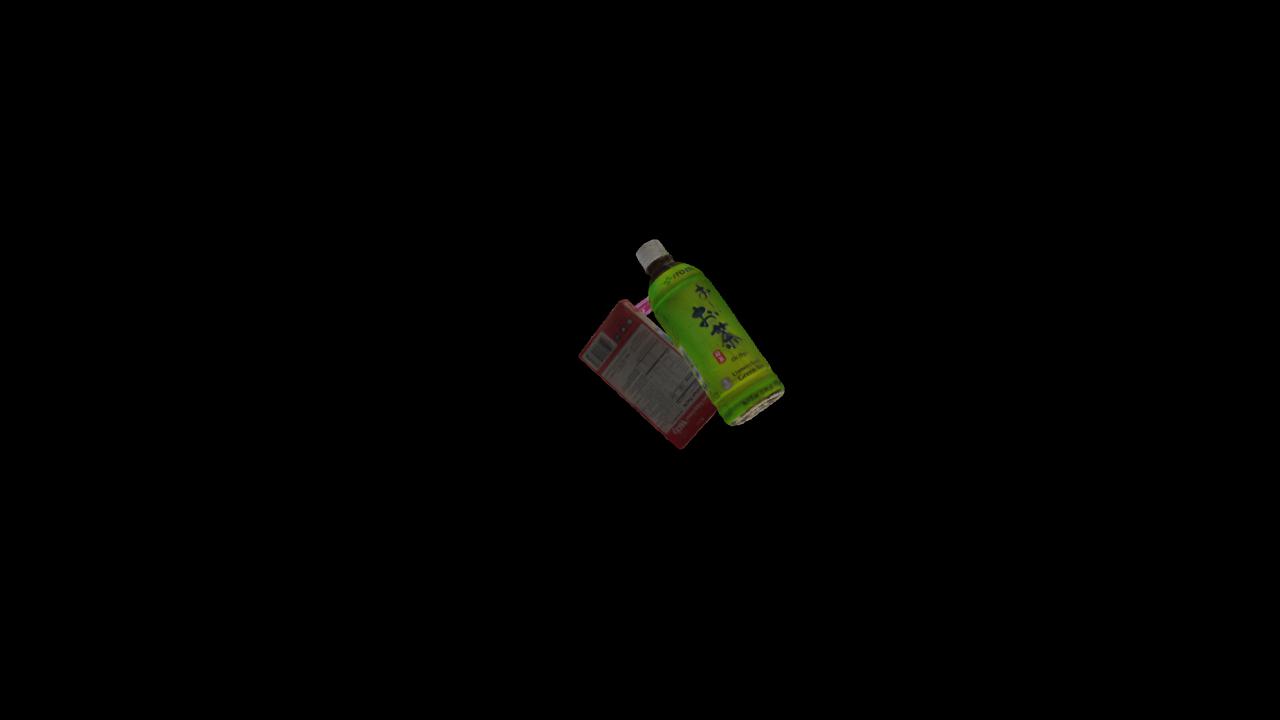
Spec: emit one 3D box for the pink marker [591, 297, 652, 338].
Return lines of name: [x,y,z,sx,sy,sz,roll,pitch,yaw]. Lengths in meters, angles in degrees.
pink marker: [-0.003,-0.055,0.715,0.121,0.020,0.020,-37,2,-2]

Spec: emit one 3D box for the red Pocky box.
red Pocky box: [0.015,0.015,0.663,0.155,0.083,0.028,42,18,9]

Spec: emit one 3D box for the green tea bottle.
green tea bottle: [0.062,-0.035,0.636,0.073,0.212,0.073,-32,-14,-9]
